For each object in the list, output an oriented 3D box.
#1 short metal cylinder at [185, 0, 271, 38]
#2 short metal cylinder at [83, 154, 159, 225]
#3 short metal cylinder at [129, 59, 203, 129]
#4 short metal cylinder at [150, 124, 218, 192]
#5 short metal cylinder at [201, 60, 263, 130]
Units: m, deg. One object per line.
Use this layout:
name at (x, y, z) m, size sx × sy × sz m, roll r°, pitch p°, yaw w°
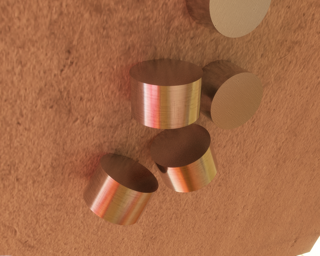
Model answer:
short metal cylinder at (0.075, -0.146, 0.343) m, size 0.081 × 0.050 × 0.079 m, roll -14°, pitch 125°, yaw -21°
short metal cylinder at (-0.049, 0.076, 0.393) m, size 0.081 × 0.080 × 0.050 m, roll 18°, pitch 109°, yaw -36°
short metal cylinder at (0.007, -0.041, 0.351) m, size 0.081 × 0.080 × 0.050 m, roll -13°, pitch 124°, yaw -22°
short metal cylinder at (0.033, 0.039, 0.415) m, size 0.080 × 0.080 × 0.050 m, roll -30°, pitch 129°, yaw -10°
short metal cylinder at (0.088, -0.045, 0.413) m, size 0.081 × 0.050 × 0.079 m, roll -14°, pitch 125°, yaw -21°
